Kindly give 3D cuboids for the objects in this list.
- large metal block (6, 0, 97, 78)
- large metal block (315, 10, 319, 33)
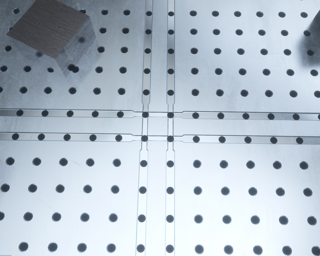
[{"bbox_3d":[-0.152,-0.132,0.446,0.080,0.050,0.080,28,72,9],"label":"large metal block"},{"bbox_3d":[0.287,-0.169,0.446,0.080,0.080,0.050,-3,70,-1],"label":"large metal block"}]
